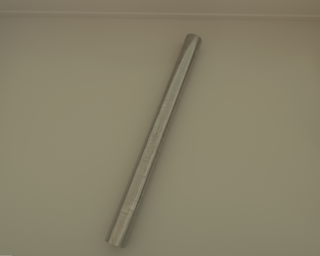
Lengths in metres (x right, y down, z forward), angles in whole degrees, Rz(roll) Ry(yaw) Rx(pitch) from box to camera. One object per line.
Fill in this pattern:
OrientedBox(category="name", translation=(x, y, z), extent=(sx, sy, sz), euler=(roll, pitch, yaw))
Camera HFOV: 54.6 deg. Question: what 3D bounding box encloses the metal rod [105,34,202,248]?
OrientedBox(category="metal rod", translation=(-0.001, 0.002, 0.406), extent=(0.025, 0.025, 0.300), euler=(19, 71, 7))
